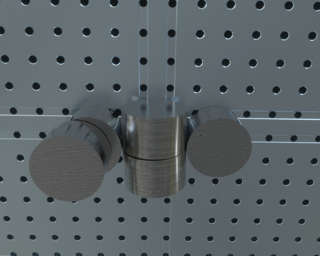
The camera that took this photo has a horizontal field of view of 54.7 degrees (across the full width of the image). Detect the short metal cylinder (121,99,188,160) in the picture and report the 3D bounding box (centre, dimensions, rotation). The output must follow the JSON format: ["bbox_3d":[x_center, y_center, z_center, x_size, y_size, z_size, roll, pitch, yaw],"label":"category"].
[{"bbox_3d":[-0.007,-0.001,0.384,0.081,0.080,0.050,1,111,-1],"label":"short metal cylinder"}]

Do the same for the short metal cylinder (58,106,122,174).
[{"bbox_3d":[-0.088,0.016,0.405,0.081,0.050,0.079,0,110,0],"label":"short metal cylinder"}]

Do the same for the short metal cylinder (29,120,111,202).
[{"bbox_3d":[-0.101,0.037,0.358,0.081,0.050,0.079,0,110,0],"label":"short metal cylinder"}]

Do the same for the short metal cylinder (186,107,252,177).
[{"bbox_3d":[0.073,0.017,0.406,0.081,0.050,0.079,0,110,0],"label":"short metal cylinder"}]

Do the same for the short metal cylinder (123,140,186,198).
[{"bbox_3d":[-0.006,0.047,0.401,0.081,0.080,0.050,-1,110,0],"label":"short metal cylinder"}]
